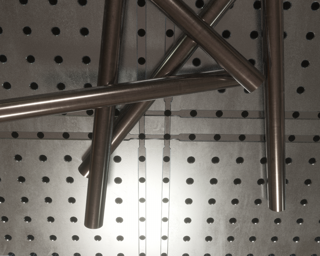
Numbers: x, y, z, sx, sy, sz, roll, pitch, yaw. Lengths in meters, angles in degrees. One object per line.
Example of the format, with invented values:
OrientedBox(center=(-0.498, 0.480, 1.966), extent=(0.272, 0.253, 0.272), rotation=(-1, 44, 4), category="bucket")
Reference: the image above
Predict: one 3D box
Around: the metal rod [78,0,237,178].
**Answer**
OrientedBox(center=(-0.011, -0.048, 0.395), extent=(0.025, 0.025, 0.299), rotation=(36, 106, -13), category="metal rod")

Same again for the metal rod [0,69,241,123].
OrientedBox(center=(-0.032, -0.042, 0.361), extent=(0.302, 0.025, 0.025), rotation=(-10, 111, -12), category="metal rod")

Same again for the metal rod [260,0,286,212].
OrientedBox(center=(0.151, -0.022, 0.407), extent=(0.025, 0.025, 0.298), rotation=(-8, 110, 3), category="metal rod")

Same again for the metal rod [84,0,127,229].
OrientedBox(center=(-0.069, -0.015, 0.386), extent=(0.025, 0.025, 0.298), rotation=(7, 102, -3), category="metal rod")

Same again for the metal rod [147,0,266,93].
OrientedBox(center=(-0.002, -0.147, 0.339), extent=(0.300, 0.025, 0.025), rotation=(40, 105, -6), category="metal rod")
